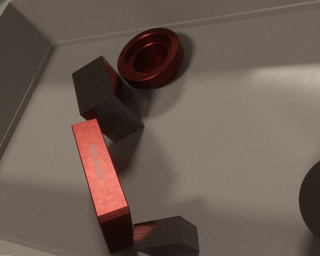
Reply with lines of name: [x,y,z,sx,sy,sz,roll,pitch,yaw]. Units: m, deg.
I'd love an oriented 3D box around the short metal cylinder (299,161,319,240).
short metal cylinder: [0.163,0.063,0.248,0.080,0.050,0.080,-32,42,35]

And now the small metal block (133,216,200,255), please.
small metal block: [0.007,0.112,0.316,0.050,0.050,0.025,-16,56,19]

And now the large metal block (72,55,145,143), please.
large metal block: [-0.071,-0.039,0.430,0.050,0.080,0.080,-29,52,9]

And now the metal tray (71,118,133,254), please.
metal tray: [-0.065,0.064,0.354,0.030,0.089,0.130,-17,51,-14]

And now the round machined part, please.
round machined part: [-0.010,-0.097,0.458,0.098,0.042,0.098,-13,56,20]
